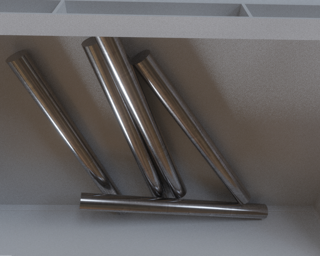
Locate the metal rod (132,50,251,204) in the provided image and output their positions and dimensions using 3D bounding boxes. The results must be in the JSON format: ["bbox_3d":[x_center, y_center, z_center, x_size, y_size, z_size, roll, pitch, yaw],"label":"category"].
[{"bbox_3d":[0.058,0.018,0.425,0.025,0.025,0.300,-26,126,20],"label":"metal rod"}]

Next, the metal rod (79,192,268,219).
[{"bbox_3d":[0.030,0.123,0.484,0.302,0.025,0.025,7,130,-15],"label":"metal rod"}]

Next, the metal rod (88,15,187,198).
[{"bbox_3d":[-0.014,0.000,0.397,0.025,0.025,0.299,-14,133,11],"label":"metal rod"}]

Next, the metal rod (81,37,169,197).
[{"bbox_3d":[-0.033,0.017,0.422,0.025,0.025,0.299,-12,130,9],"label":"metal rod"}]

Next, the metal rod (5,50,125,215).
[{"bbox_3d":[-0.110,0.029,0.431,0.025,0.025,0.299,-15,129,11],"label":"metal rod"}]
